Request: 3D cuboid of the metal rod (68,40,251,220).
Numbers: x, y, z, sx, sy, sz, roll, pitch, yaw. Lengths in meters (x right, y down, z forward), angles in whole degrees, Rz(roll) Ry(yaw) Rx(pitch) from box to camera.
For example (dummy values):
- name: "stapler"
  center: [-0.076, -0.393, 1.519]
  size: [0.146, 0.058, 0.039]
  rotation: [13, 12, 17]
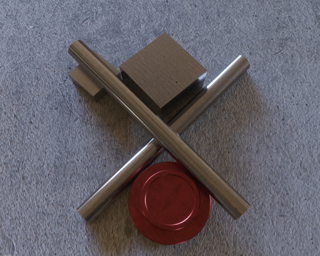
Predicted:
- name: "metal rod"
  center: [-0.011, -0.007, 0.385]
  size: [0.025, 0.025, 0.300]
  rotation: [-42, 76, -14]

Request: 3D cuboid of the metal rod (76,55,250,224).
- name: "metal rod"
  center: [0.014, 0.005, 0.409]
  size: [0.025, 0.025, 0.301]
  rotation: [43, 75, 13]

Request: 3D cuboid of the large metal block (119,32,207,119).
- name: "large metal block"
  center: [0.004, -0.069, 0.422]
  size: [0.080, 0.050, 0.080]
  rotation: [-40, 75, -14]

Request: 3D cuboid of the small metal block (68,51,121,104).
- name: "small metal block"
  center: [-0.090, -0.071, 0.435]
  size: [0.050, 0.025, 0.050]
  rotation: [41, 75, 13]

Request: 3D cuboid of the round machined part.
- name: "round machined part"
  center: [0.012, 0.087, 0.368]
  size: [0.099, 0.042, 0.098]
  rotation: [0, 70, -1]
